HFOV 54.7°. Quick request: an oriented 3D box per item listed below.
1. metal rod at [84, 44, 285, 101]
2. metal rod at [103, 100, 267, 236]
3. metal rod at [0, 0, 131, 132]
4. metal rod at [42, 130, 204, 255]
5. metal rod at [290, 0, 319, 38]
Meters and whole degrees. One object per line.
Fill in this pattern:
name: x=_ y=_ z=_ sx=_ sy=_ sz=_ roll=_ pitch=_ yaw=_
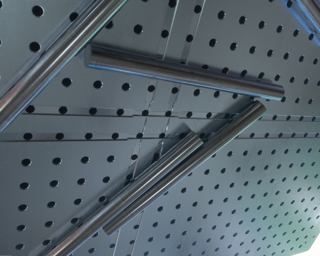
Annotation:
metal rod: x=0.053 y=-0.065 z=0.401 sx=0.302 sy=0.025 sz=0.025 roll=5 pitch=116 yaw=-31
metal rod: x=0.038 y=0.059 z=0.470 sx=0.301 sy=0.025 sz=0.025 roll=-38 pitch=130 yaw=-3
metal rod: x=-0.063 y=-0.111 z=0.308 sx=0.300 sy=0.025 sz=0.025 roll=-45 pitch=130 yaw=3
metal rod: x=-0.060 y=0.109 z=0.446 sx=0.300 sy=0.025 sz=0.025 roll=-40 pitch=130 yaw=-2
metal rod: x=0.167 y=-0.182 z=0.391 sx=0.301 sy=0.025 sz=0.025 roll=25 pitch=105 yaw=-37
